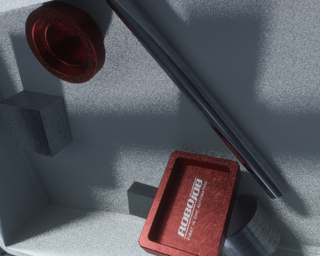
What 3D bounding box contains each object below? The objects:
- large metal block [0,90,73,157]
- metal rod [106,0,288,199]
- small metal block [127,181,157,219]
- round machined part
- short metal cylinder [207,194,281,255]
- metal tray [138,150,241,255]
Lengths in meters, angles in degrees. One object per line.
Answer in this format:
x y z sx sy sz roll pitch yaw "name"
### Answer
-0.192 -0.008 0.486 0.080 0.050 0.079 10 123 22 "large metal block"
0.048 -0.035 0.361 0.300 0.025 0.025 49 128 -7 "metal rod"
-0.022 0.117 0.491 0.050 0.025 0.050 12 123 21 "small metal block"
-0.109 -0.107 0.380 0.098 0.042 0.097 16 136 16 "round machined part"
0.105 0.132 0.399 0.080 0.080 0.050 -32 101 38 "short metal cylinder"
0.040 0.096 0.378 0.090 0.130 0.030 9 148 23 "metal tray"
